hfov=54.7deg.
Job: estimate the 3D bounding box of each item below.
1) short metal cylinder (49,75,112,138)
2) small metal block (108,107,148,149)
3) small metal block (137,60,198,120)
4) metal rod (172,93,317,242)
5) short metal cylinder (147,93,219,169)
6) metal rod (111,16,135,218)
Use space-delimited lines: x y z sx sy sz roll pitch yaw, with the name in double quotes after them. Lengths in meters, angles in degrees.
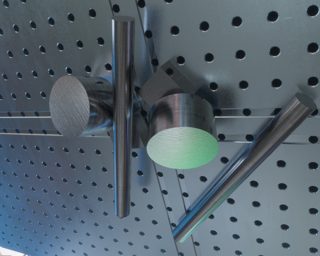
-0.101 -0.029 0.412 0.080 0.050 0.079 5 99 36 "short metal cylinder"
-0.045 0.002 0.436 0.050 0.025 0.050 -6 116 31 "small metal block"
0.008 -0.045 0.379 0.050 0.025 0.050 45 129 -4 "small metal block"
0.090 0.073 0.408 0.025 0.025 0.298 34 129 5 "metal rod"
0.026 0.006 0.364 0.080 0.050 0.080 1 140 1 "short metal cylinder"
-0.049 0.008 0.409 0.025 0.025 0.298 17 125 18 "metal rod"
